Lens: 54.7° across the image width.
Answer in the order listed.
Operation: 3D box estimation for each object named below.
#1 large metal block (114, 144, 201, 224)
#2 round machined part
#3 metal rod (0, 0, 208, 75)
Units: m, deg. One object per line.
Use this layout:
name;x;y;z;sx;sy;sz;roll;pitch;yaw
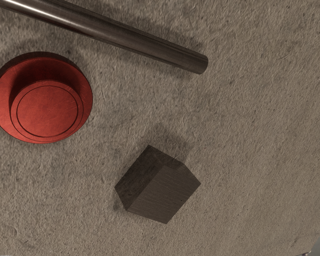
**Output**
large metal block;-0.003;0.082;0.441;0.080;0.050;0.080;32;100;-39
round machined part;-0.117;-0.025;0.317;0.099;0.042;0.097;-14;125;-21
metal rod;-0.072;-0.103;0.304;0.302;0.025;0.025;11;113;-33
